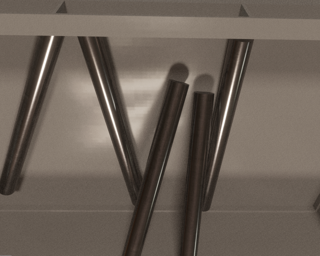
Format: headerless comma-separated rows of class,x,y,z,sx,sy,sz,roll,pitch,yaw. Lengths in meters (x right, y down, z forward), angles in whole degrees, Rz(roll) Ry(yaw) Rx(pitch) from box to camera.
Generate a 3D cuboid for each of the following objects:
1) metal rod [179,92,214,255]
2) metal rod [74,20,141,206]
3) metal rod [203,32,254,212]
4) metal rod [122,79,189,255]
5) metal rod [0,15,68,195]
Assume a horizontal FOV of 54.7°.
metal rod,0.044,0.101,0.412,0.025,0.025,0.298,3,104,-3
metal rod,-0.055,0.006,0.413,0.025,0.025,0.298,-6,130,5
metal rod,0.080,0.017,0.424,0.025,0.025,0.298,2,130,-2
metal rod,-0.015,0.085,0.403,0.025,0.025,0.298,12,105,-11
metal rod,-0.173,-0.006,0.400,0.025,0.025,0.298,21,127,-17
